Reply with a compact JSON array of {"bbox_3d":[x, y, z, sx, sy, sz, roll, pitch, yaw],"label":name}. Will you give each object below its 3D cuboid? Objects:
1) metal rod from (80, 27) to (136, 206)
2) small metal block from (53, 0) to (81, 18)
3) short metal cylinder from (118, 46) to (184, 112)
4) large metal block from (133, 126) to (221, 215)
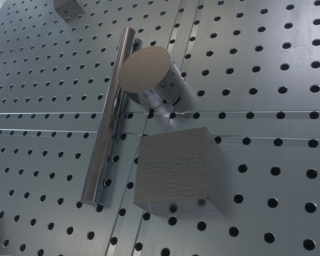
[{"bbox_3d":[-0.072,-0.035,0.467,0.025,0.025,0.299,-6,59,25],"label":"metal rod"},{"bbox_3d":[-0.208,-0.280,0.690,0.050,0.025,0.050,-28,52,10],"label":"small metal block"},{"bbox_3d":[-0.012,-0.069,0.441,0.080,0.050,0.080,-13,56,21],"label":"short metal cylinder"},{"bbox_3d":[0.021,0.051,0.350,0.080,0.050,0.080,-9,58,23],"label":"large metal block"}]
